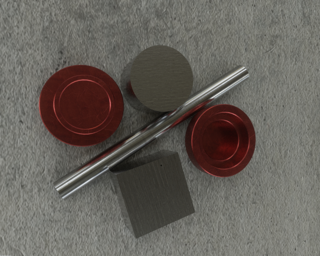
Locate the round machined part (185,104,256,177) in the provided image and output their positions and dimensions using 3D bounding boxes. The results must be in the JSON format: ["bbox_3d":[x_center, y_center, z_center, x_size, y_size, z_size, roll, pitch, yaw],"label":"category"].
[{"bbox_3d":[0.079,0.017,0.430,0.099,0.042,0.097,0,90,-20],"label":"round machined part"}]

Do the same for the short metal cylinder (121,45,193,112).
[{"bbox_3d":[-0.005,-0.059,0.394,0.081,0.050,0.079,0,90,-20],"label":"short metal cylinder"}]

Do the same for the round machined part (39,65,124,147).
[{"bbox_3d":[-0.091,-0.026,0.367,0.099,0.042,0.097,0,90,-20],"label":"round machined part"}]

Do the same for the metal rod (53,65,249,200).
[{"bbox_3d":[0.001,-0.003,0.411,0.302,0.025,0.025,-33,101,-17],"label":"metal rod"}]

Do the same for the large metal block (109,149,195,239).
[{"bbox_3d":[-0.012,0.079,0.393,0.081,0.050,0.080,-18,96,-19],"label":"large metal block"}]
